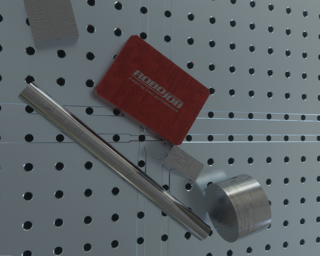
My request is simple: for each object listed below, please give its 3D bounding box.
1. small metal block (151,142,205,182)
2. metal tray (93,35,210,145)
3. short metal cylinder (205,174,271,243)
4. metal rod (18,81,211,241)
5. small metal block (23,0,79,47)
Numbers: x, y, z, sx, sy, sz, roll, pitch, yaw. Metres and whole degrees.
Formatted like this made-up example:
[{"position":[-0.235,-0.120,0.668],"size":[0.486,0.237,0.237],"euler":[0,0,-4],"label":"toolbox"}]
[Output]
[{"position":[0.022,0.044,0.409],"size":[0.050,0.050,0.025],"euler":[35,79,-17],"label":"small metal block"},{"position":[-0.009,-0.047,0.408],"size":[0.130,0.030,0.090],"euler":[34,79,-17],"label":"metal tray"},{"position":[0.104,0.108,0.424],"size":[0.050,0.080,0.079],"euler":[-13,95,-20],"label":"short metal cylinder"},{"position":[-0.046,0.052,0.396],"size":[0.300,0.025,0.025],"euler":[42,77,-16],"label":"metal rod"},{"position":[-0.128,-0.127,0.365],"size":[0.050,0.025,0.050],"euler":[-15,95,-20],"label":"small metal block"}]
